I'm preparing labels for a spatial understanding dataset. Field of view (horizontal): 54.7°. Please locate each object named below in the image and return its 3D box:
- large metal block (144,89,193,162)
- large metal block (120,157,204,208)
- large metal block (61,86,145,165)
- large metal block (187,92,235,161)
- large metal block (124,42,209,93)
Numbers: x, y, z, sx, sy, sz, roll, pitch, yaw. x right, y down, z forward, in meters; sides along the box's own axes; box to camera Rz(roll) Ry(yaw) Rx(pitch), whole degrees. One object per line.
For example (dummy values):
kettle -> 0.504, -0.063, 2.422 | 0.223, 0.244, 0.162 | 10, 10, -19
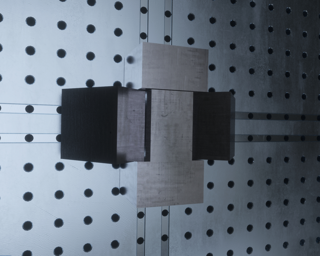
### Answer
large metal block -> 0.000, -0.002, 0.383 | 0.050, 0.080, 0.079 | 1, 90, -20
large metal block -> -0.001, 0.061, 0.383 | 0.081, 0.080, 0.050 | 1, 90, -20
large metal block -> -0.065, -0.004, 0.353 | 0.050, 0.080, 0.079 | 0, 91, -60
large metal block -> 0.069, -0.002, 0.401 | 0.050, 0.080, 0.079 | 1, 89, 17
large metal block -> 0.005, -0.068, 0.385 | 0.081, 0.080, 0.050 | 1, 90, -20
